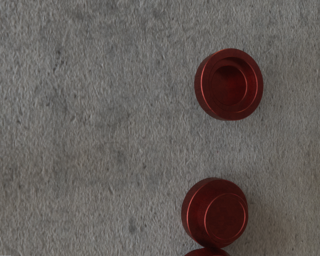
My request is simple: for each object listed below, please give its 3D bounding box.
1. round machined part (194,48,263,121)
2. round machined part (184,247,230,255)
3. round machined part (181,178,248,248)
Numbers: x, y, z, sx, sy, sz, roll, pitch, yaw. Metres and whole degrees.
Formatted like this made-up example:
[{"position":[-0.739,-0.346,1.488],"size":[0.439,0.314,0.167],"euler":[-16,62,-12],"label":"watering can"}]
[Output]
[{"position":[0.092,-0.059,0.435],"size":[0.099,0.042,0.097],"euler":[0,90,-21],"label":"round machined part"},{"position":[0.058,0.205,0.417],"size":[0.099,0.042,0.097],"euler":[-3,102,-16],"label":"round machined part"},{"position":[0.083,0.121,0.432],"size":[0.099,0.042,0.097],"euler":[0,90,-21],"label":"round machined part"}]
